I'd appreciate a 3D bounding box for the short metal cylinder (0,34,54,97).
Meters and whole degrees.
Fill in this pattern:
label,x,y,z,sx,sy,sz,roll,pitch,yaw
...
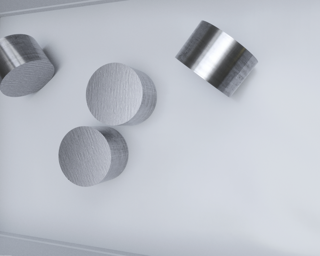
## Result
label,x,y,z,sx,sy,sz,roll,pitch,yaw
short metal cylinder,-0.205,-0.090,0.454,0.080,0.080,0.050,-39,78,16

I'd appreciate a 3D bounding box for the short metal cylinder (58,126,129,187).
label,x,y,z,sx,sy,sz,roll,pitch,yaw
short metal cylinder,-0.091,0.037,0.429,0.080,0.050,0.080,0,90,20

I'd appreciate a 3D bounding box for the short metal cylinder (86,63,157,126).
label,x,y,z,sx,sy,sz,roll,pitch,yaw
short metal cylinder,-0.050,-0.043,0.415,0.080,0.050,0.080,0,90,20

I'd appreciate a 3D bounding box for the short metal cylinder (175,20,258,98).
label,x,y,z,sx,sy,sz,roll,pitch,yaw
short metal cylinder,0.064,-0.079,0.358,0.080,0.080,0.050,40,103,15
